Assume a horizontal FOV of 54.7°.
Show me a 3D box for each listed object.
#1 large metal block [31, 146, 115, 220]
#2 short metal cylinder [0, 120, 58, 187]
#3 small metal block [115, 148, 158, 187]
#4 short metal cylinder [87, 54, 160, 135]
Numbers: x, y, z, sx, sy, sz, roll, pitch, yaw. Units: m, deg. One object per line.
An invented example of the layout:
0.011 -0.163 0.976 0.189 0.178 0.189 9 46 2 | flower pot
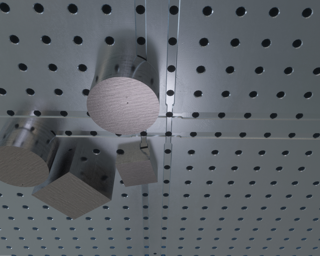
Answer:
-0.127 0.085 0.466 0.080 0.050 0.080 -31 124 23 | large metal block
-0.187 0.036 0.424 0.081 0.050 0.079 0 130 0 | short metal cylinder
-0.034 0.059 0.462 0.050 0.025 0.050 -10 130 8 | small metal block
-0.041 -0.038 0.362 0.081 0.050 0.079 0 130 0 | short metal cylinder
